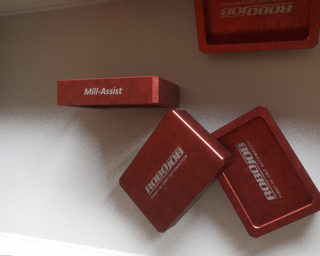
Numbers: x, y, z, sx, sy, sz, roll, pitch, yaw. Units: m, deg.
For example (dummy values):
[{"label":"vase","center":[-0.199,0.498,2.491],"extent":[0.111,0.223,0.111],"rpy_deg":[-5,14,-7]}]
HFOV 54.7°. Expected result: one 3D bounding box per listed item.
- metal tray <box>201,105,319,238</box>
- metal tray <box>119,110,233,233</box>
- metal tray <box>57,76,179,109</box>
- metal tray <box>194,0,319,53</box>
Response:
[{"label":"metal tray","center":[0.117,0.050,0.366],"extent":[0.090,0.030,0.130],"rpy_deg":[-32,80,17]},{"label":"metal tray","center":[0.015,0.053,0.382],"extent":[0.090,0.030,0.129],"rpy_deg":[46,116,22]},{"label":"metal tray","center":[-0.050,-0.042,0.392],"extent":[0.130,0.090,0.030],"rpy_deg":[1,91,19]},{"label":"metal tray","center":[0.107,-0.134,0.345],"extent":[0.130,0.030,0.089],"rpy_deg":[2,127,19]}]
